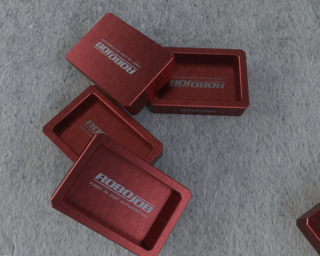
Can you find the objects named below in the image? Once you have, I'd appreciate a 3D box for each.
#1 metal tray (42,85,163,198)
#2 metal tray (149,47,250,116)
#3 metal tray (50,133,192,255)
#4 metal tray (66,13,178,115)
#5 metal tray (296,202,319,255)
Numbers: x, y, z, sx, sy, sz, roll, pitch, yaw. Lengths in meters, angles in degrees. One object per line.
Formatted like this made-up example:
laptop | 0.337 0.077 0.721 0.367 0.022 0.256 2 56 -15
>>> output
metal tray | -0.072 0.017 0.397 0.130 0.030 0.090 41 75 13
metal tray | 0.052 -0.065 0.429 0.131 0.030 0.090 2 70 0
metal tray | -0.041 0.076 0.346 0.130 0.030 0.090 35 78 -13
metal tray | -0.052 -0.089 0.416 0.130 0.030 0.090 39 84 24
metal tray | 0.238 0.138 0.357 0.090 0.030 0.130 -32 73 -11
